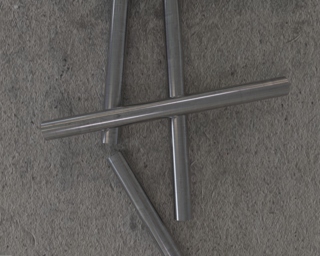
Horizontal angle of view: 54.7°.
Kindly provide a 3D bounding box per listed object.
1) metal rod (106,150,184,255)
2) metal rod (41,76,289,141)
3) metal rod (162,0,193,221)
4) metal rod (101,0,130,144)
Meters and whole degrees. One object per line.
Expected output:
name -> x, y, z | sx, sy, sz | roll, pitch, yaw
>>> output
metal rod -> 0.015, 0.164, 0.409 | 0.025, 0.025, 0.299 | -30, 90, 0
metal rod -> 0.007, -0.024, 0.383 | 0.302, 0.025, 0.025 | -11, 90, 0
metal rod -> 0.022, -0.030, 0.409 | 0.025, 0.025, 0.298 | -3, 90, 0
metal rod -> -0.054, -0.129, 0.409 | 0.025, 0.025, 0.298 | 4, 90, 0
